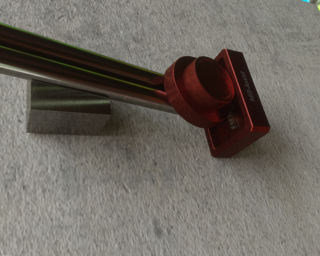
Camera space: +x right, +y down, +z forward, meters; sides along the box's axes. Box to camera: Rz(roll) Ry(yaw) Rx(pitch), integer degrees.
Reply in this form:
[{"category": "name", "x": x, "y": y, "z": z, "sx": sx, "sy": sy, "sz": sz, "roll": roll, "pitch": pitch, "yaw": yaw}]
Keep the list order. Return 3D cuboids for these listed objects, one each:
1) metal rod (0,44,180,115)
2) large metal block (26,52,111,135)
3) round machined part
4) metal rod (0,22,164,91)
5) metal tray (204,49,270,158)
[{"category": "metal rod", "x": -0.036, "y": -0.041, "z": 0.354, "sx": 0.302, "sy": 0.025, "sz": 0.025, "roll": 11, "pitch": 56, "yaw": -38}, {"category": "large metal block", "x": -0.106, "y": -0.040, "z": 0.352, "sx": 0.081, "sy": 0.050, "sz": 0.080, "roll": 3, "pitch": 60, "yaw": -27}, {"category": "round machined part", "x": 0.056, "y": -0.052, "z": 0.396, "sx": 0.099, "sy": 0.042, "sz": 0.098, "roll": 21, "pitch": 52, "yaw": -29}, {"category": "metal rod", "x": -0.040, "y": -0.065, "z": 0.366, "sx": 0.302, "sy": 0.025, "sz": 0.025, "roll": 10, "pitch": 57, "yaw": -38}, {"category": "metal tray", "x": 0.094, "y": -0.033, "z": 0.436, "sx": 0.030, "sy": 0.090, "sz": 0.130, "roll": 4, "pitch": 60, "yaw": -27}]
